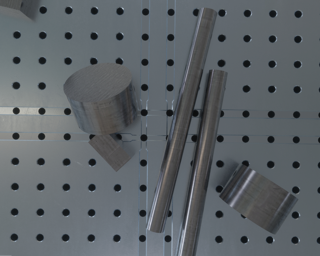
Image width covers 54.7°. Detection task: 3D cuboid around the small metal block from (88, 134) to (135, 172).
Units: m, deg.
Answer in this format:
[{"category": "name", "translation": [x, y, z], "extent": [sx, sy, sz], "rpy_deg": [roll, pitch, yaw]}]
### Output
[{"category": "small metal block", "translation": [-0.061, 0.027, 0.400], "extent": [0.025, 0.050, 0.050], "rpy_deg": [-43, 90, 0]}]

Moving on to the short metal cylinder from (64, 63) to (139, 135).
[{"category": "short metal cylinder", "translation": [-0.070, -0.037, 0.379], "extent": [0.080, 0.080, 0.050], "rpy_deg": [-9, 133, 0]}]

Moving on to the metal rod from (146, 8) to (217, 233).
[{"category": "metal rod", "translation": [0.029, -0.010, 0.413], "extent": [0.025, 0.025, 0.298], "rpy_deg": [14, 90, 0]}]

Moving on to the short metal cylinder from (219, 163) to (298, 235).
[{"category": "short metal cylinder", "translation": [0.121, 0.087, 0.387], "extent": [0.080, 0.080, 0.050], "rpy_deg": [33, 90, 0]}]

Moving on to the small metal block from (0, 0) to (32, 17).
[{"category": "small metal block", "translation": [-0.199, -0.182, 0.411], "extent": [0.050, 0.025, 0.050], "rpy_deg": [14, 90, 0]}]

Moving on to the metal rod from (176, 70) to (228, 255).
[{"category": "metal rod", "translation": [0.052, 0.072, 0.413], "extent": [0.025, 0.025, 0.298], "rpy_deg": [10, 90, 0]}]
